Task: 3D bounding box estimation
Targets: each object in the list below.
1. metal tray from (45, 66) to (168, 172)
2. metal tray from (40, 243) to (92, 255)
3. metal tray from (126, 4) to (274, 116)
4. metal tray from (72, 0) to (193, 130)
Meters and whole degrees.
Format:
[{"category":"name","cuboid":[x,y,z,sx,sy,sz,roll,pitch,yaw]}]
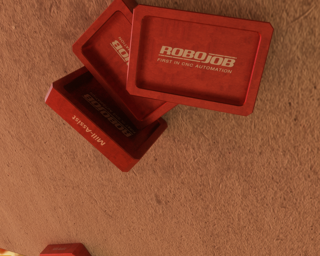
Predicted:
[{"category":"metal tray","cuboid":[-0.062,-0.018,0.386,0.130,0.090,0.030,42,129,-1]},{"category":"metal tray","cuboid":[-0.203,0.306,0.700,0.130,0.030,0.090,-18,109,35]},{"category":"metal tray","cuboid":[0.036,-0.069,0.312,0.131,0.030,0.089,11,111,8]},{"category":"metal tray","cuboid":[-0.029,-0.073,0.365,0.090,0.030,0.130,-35,99,30]}]
